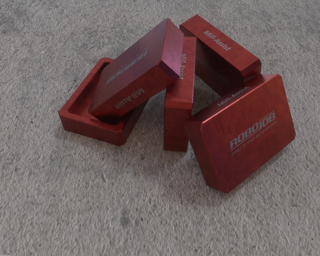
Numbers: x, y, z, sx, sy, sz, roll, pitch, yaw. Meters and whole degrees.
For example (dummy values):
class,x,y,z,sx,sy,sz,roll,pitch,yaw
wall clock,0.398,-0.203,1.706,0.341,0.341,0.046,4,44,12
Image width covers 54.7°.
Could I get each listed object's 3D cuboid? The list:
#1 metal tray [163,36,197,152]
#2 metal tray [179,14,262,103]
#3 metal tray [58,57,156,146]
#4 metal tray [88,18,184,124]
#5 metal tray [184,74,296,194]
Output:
class,x,y,z,sx,sy,sz,roll,pitch,yaw
metal tray,0.026,-0.046,0.401,0.030,0.089,0.130,5,51,4
metal tray,0.083,-0.090,0.436,0.030,0.090,0.130,-35,57,-9
metal tray,-0.068,-0.042,0.436,0.090,0.030,0.130,16,52,12
metal tray,-0.031,-0.068,0.388,0.130,0.030,0.090,-28,38,36
metal tray,0.098,0.003,0.361,0.131,0.090,0.030,-32,22,-24
